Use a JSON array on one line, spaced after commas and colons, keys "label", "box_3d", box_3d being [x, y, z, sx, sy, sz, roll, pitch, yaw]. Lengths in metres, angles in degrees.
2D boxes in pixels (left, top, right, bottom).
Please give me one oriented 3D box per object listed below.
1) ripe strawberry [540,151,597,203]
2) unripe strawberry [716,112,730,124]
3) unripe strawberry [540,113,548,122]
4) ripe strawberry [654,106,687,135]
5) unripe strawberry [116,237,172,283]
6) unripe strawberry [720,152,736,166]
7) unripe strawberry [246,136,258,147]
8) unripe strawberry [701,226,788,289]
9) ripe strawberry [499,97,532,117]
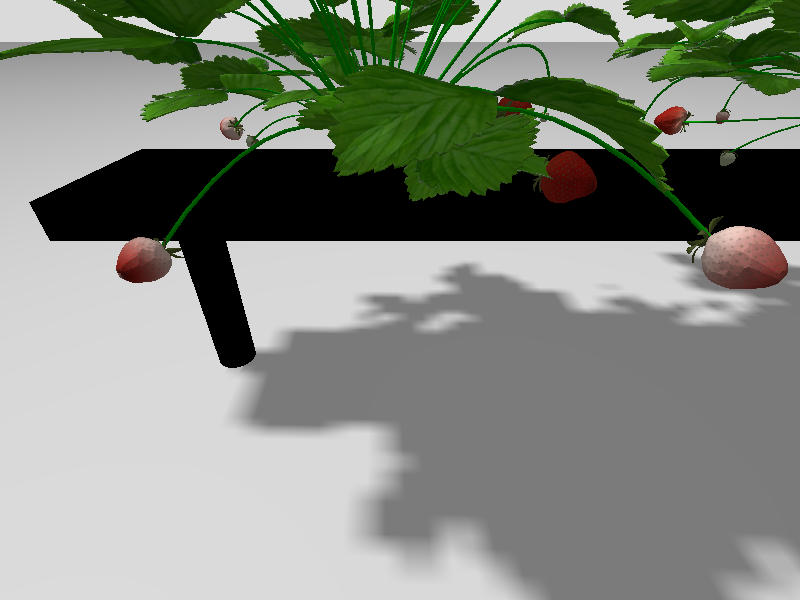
[{"label": "ripe strawberry", "box_3d": [0.116, -0.082, 0.272, 0.035, 0.034, 0.032, 21, 40, 23]}, {"label": "unripe strawberry", "box_3d": [0.391, -0.221, 0.487, 0.013, 0.014, 0.015, -8, 35, -12]}, {"label": "unripe strawberry", "box_3d": [0.176, -0.223, 0.490, 0.010, 0.010, 0.011, -28, 43, -35]}, {"label": "ripe strawberry", "box_3d": [0.302, -0.201, 0.448, 0.029, 0.029, 0.032, 29, 44, 36]}, {"label": "unripe strawberry", "box_3d": [-0.121, -0.017, 0.188, 0.021, 0.022, 0.022, 18, 46, 24]}, {"label": "unripe strawberry", "box_3d": [0.287, -0.124, 0.352, 0.010, 0.012, 0.012, 13, 34, -3]}, {"label": "unripe strawberry", "box_3d": [-0.149, -0.158, 0.402, 0.012, 0.012, 0.011, -18, 19, 39]}, {"label": "unripe strawberry", "box_3d": [0.155, -0.019, 0.181, 0.032, 0.027, 0.032, -27, 55, -33]}, {"label": "ripe strawberry", "box_3d": [0.121, -0.192, 0.419, 0.044, 0.046, 0.040, -23, 41, -31]}]
